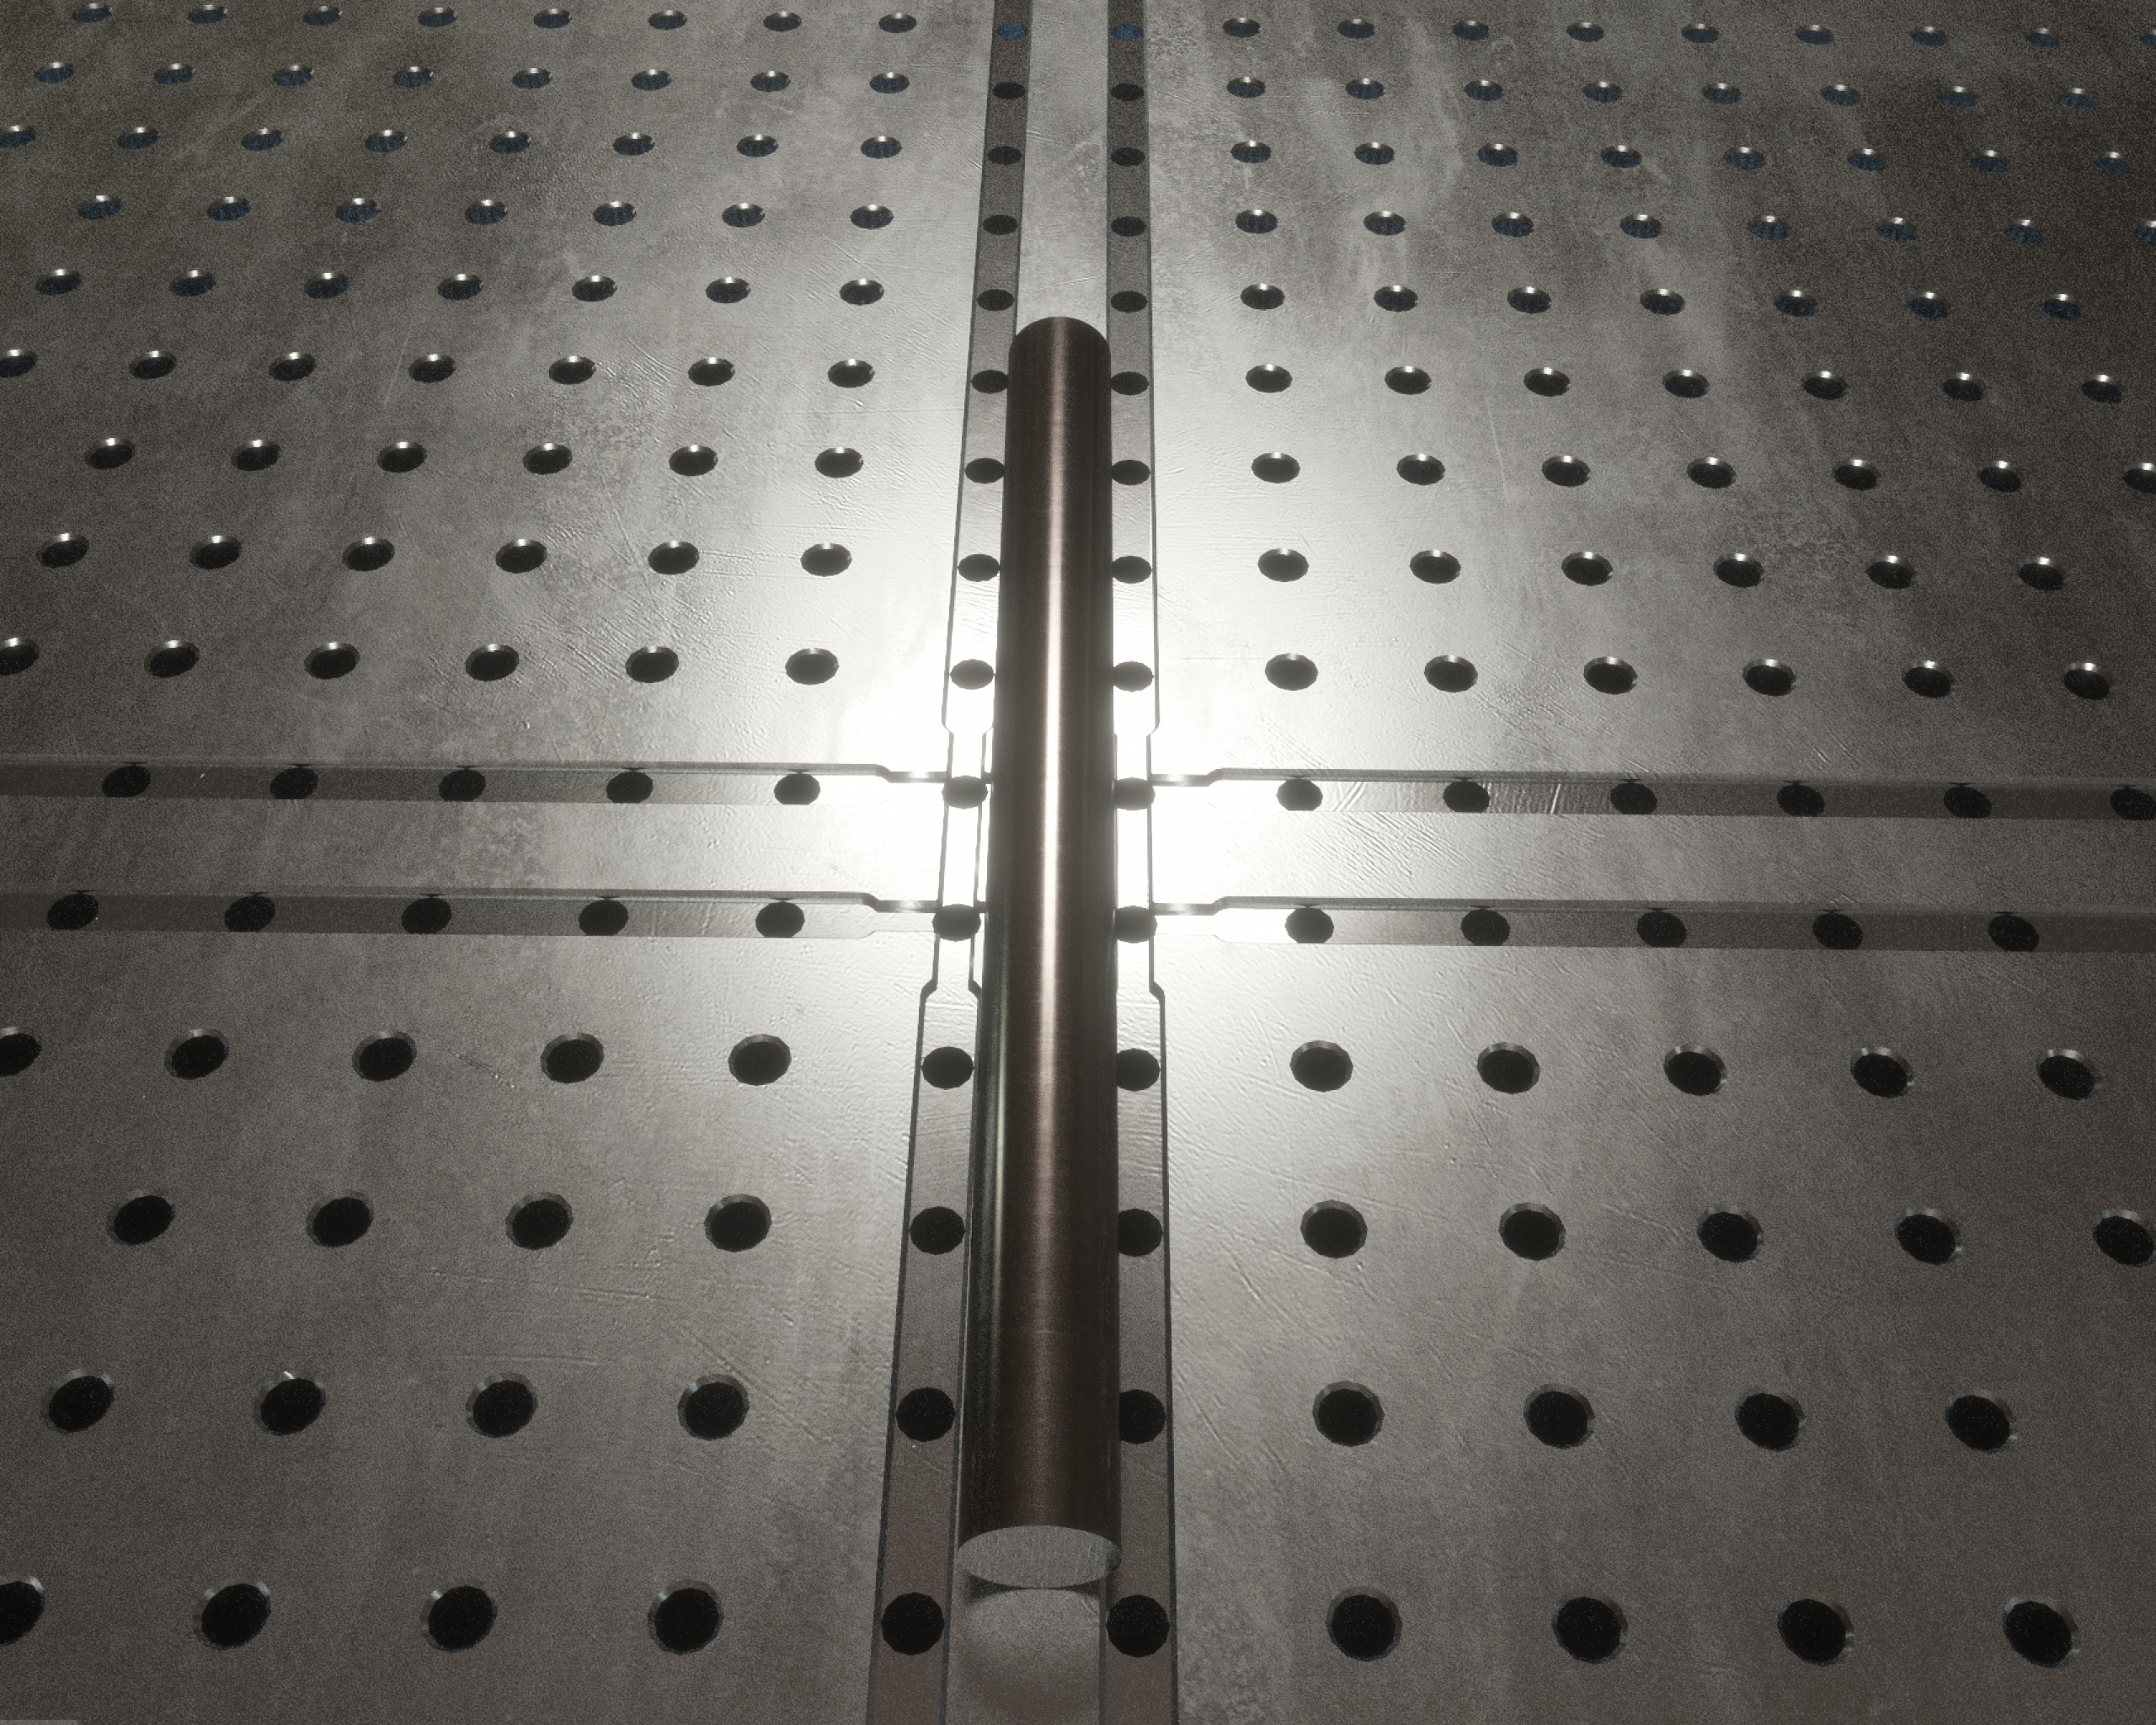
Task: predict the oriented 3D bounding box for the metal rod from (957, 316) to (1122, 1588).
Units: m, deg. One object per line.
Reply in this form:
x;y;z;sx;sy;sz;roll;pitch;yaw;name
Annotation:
-0.005;-0.009;0.415;0.025;0.025;0.300;0;50;0;metal rod
